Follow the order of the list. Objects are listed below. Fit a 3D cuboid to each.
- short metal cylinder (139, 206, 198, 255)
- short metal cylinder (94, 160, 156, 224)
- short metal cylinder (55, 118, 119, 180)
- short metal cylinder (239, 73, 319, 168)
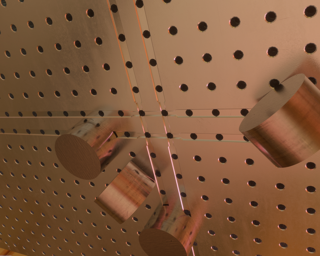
[{"bbox_3d":[0.014,0.171,0.492,0.080,0.050,0.079,13,124,20],"label":"short metal cylinder"},{"bbox_3d":[-0.051,0.094,0.459,0.050,0.080,0.080,42,129,-1],"label":"short metal cylinder"},{"bbox_3d":[-0.110,0.031,0.471,0.080,0.050,0.079,13,124,20],"label":"short metal cylinder"},{"bbox_3d":[0.126,-0.007,0.305,0.050,0.080,0.080,44,129,-3],"label":"short metal cylinder"}]
